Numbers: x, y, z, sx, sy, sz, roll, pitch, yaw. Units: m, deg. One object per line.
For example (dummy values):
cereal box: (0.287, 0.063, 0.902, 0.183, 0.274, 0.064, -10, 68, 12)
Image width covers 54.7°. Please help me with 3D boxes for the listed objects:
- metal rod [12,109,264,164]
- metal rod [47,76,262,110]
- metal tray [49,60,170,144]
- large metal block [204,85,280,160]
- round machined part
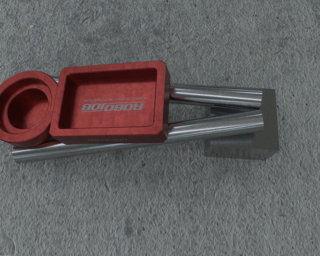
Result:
metal rod: (-0.034, 0.012, 0.370, 0.301, 0.025, 0.025, -8, 70, 10)
metal rod: (-0.029, -0.047, 0.392, 0.301, 0.025, 0.025, 6, 70, 15)
metal tray: (-0.056, -0.029, 0.361, 0.131, 0.030, 0.090, -1, 69, 12)
large metal block: (0.101, -0.006, 0.398, 0.081, 0.050, 0.080, 4, 70, 1)
round machined part: (-0.165, -0.021, 0.400, 0.098, 0.042, 0.098, -3, 69, 9)
